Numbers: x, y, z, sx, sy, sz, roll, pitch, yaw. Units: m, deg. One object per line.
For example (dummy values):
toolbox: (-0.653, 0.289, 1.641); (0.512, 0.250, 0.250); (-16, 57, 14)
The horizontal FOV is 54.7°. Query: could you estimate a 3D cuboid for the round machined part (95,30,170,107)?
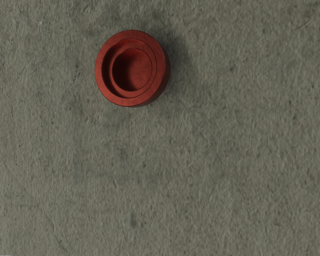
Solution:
round machined part: (-0.033, -0.076, 0.411); (0.098, 0.042, 0.097); (0, 90, 19)
